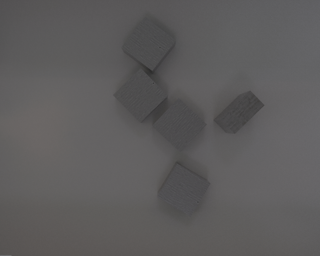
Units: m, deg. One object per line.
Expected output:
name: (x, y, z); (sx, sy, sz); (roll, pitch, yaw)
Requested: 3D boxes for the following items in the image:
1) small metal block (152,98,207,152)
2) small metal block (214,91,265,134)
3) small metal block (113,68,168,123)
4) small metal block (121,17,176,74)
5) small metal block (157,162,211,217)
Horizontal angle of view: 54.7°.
small metal block: (0.025, -0.004, 0.411); (0.050, 0.025, 0.050); (44, 90, 0)
small metal block: (0.100, -0.019, 0.399); (0.050, 0.050, 0.025); (-44, 90, 0)
small metal block: (-0.025, -0.042, 0.411); (0.050, 0.025, 0.050); (-44, 90, 0)
small metal block: (-0.014, -0.108, 0.411); (0.050, 0.025, 0.050); (38, 90, 0)
small metal block: (0.031, 0.080, 0.412); (0.050, 0.025, 0.050); (31, 90, 0)
